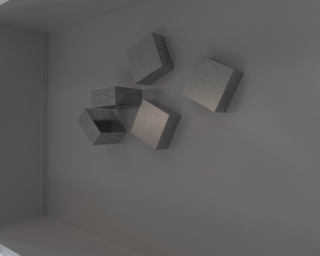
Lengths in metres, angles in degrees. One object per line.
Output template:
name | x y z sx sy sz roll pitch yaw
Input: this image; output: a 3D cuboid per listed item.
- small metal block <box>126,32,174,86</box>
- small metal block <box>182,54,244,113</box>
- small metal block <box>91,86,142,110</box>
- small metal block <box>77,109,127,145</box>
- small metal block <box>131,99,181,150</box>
small metal block | -0.014 -0.092 0.419 0.050 0.025 0.050 -27 73 37
small metal block | 0.060 -0.051 0.357 0.050 0.025 0.050 34 111 34
small metal block | -0.062 -0.042 0.442 0.050 0.050 0.025 -4 88 40
small metal block | -0.086 -0.002 0.462 0.050 0.050 0.025 52 120 27
small metal block | -0.006 -0.005 0.412 0.050 0.025 0.050 34 111 35
